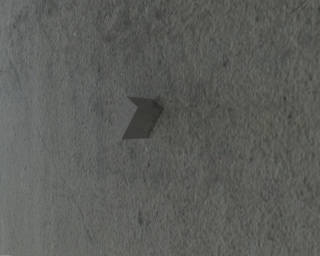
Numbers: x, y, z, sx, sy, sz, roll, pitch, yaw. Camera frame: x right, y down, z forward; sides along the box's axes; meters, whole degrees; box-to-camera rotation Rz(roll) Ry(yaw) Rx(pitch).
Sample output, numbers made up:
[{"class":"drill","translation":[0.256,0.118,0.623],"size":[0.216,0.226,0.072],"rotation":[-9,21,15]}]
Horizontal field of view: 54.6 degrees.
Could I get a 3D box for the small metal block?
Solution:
[{"class":"small metal block","translation":[-0.030,-0.013,0.415],"size":[0.025,0.050,0.050],"rotation":[44,116,31]}]
